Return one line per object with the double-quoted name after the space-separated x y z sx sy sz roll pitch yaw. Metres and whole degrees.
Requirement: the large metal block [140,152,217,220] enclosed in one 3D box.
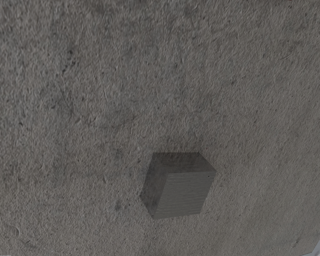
0.025 0.083 0.456 0.081 0.050 0.079 2 117 -30 "large metal block"
